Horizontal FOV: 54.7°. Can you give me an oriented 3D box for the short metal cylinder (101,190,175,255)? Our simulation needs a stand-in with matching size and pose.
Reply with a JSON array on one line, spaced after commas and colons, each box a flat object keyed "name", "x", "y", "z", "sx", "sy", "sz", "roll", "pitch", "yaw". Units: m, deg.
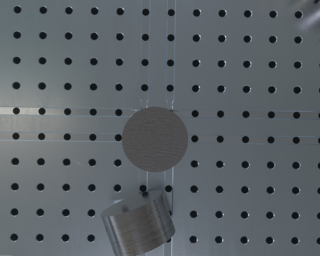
[{"name": "short metal cylinder", "x": -0.027, "y": 0.117, "z": 0.386, "sx": 0.080, "sy": 0.080, "sz": 0.050, "roll": -19, "pitch": 90, "yaw": 0}]

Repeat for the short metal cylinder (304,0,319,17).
[{"name": "short metal cylinder", "x": 0.237, "y": -0.190, "z": 0.402, "sx": 0.081, "sy": 0.050, "sz": 0.079, "roll": 0, "pitch": 90, "yaw": 0}]

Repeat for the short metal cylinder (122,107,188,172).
[{"name": "short metal cylinder", "x": -0.006, "y": 0.014, "z": 0.401, "sx": 0.081, "sy": 0.050, "sz": 0.079, "roll": 0, "pitch": 90, "yaw": 0}]
